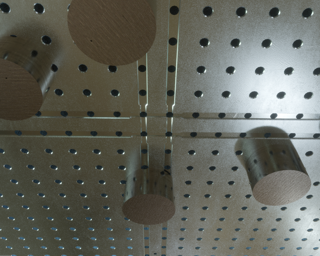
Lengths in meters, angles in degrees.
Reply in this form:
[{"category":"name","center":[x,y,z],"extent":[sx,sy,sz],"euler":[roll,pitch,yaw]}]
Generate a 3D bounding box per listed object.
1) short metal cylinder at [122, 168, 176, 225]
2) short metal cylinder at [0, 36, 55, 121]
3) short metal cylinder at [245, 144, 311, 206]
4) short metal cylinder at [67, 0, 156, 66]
[{"category":"short metal cylinder","center":[-0.017,0.108,0.487],"extent":[0.081,0.050,0.079],"euler":[0,130,0]},{"category":"short metal cylinder","center":[-0.166,-0.055,0.347],"extent":[0.081,0.050,0.079],"euler":[0,130,0]},{"category":"short metal cylinder","center":[0.172,0.070,0.456],"extent":[0.081,0.050,0.079],"euler":[0,130,0]},{"category":"short metal cylinder","center":[-0.044,-0.108,0.302],"extent":[0.081,0.050,0.079],"euler":[0,131,0]}]
